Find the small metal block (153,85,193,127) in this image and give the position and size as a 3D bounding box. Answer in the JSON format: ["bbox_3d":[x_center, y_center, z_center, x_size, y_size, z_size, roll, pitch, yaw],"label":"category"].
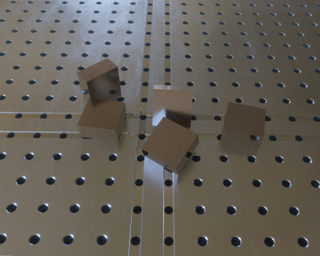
[{"bbox_3d":[0.017,-0.030,0.413,0.050,0.050,0.025,3,20,2],"label":"small metal block"}]

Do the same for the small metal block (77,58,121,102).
[{"bbox_3d":[-0.086,-0.064,0.444,0.050,0.050,0.025,-33,58,-25],"label":"small metal block"}]

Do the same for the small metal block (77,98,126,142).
[{"bbox_3d":[-0.077,-0.011,0.416,0.050,0.025,0.050,8,50,6],"label":"small metal block"}]

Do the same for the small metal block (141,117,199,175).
[{"bbox_3d":[0.013,0.022,0.382,0.050,0.025,0.050,28,70,21],"label":"small metal block"}]

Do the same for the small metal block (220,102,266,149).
[{"bbox_3d":[0.111,-0.004,0.413,0.050,0.025,0.050,12,51,9],"label":"small metal block"}]
